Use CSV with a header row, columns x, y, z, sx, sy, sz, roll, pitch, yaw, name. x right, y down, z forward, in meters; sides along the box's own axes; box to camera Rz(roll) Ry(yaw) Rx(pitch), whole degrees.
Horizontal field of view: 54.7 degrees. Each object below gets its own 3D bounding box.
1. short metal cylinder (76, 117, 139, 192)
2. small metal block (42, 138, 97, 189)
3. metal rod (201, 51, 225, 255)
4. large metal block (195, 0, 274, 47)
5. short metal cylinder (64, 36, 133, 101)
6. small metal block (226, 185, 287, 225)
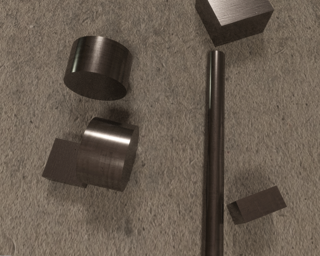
x,y,z,sx,sy,sz,roll,pitch,yaw,name
-0.059,0.031,0.367,0.050,0.080,0.080,12,71,4,short metal cylinder
-0.112,0.045,0.390,0.050,0.025,0.050,12,70,4,small metal block
0.069,0.035,0.396,0.025,0.025,0.299,4,70,1,metal rod
0.107,-0.178,0.461,0.081,0.050,0.080,-19,71,-7,large metal block
-0.080,-0.075,0.405,0.080,0.080,0.050,7,70,2,short metal cylinder
0.111,0.092,0.363,0.050,0.050,0.025,-19,72,-7,small metal block
